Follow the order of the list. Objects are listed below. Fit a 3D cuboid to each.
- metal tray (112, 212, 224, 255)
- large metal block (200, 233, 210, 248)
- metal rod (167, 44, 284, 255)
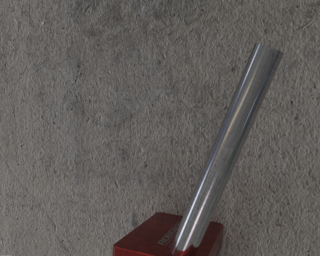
[{"bbox_3d":[0.016,0.133,0.348,0.090,0.130,0.030,5,92,20],"label":"metal tray"},{"bbox_3d":[0.016,0.166,0.365,0.080,0.080,0.050,-13,87,21],"label":"large metal block"},{"bbox_3d":[0.040,0.071,0.289,0.025,0.025,0.298,24,103,18],"label":"metal rod"}]
